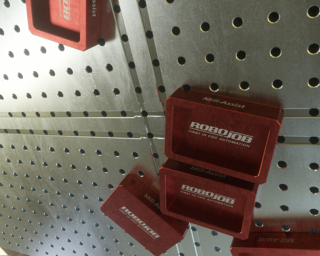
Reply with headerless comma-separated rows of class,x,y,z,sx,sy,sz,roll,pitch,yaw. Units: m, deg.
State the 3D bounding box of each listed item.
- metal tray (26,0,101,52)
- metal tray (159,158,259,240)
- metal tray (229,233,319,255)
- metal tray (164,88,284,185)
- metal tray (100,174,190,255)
metal tray,-0.115,-0.167,0.366,0.090,0.030,0.129,21,126,15
metal tray,0.065,0.096,0.433,0.130,0.030,0.089,12,124,21
metal tray,0.175,0.190,0.432,0.130,0.030,0.090,-13,112,33
metal tray,0.071,0.009,0.375,0.130,0.030,0.089,14,125,20
metal tray,-0.027,0.146,0.514,0.130,0.030,0.090,40,129,1
